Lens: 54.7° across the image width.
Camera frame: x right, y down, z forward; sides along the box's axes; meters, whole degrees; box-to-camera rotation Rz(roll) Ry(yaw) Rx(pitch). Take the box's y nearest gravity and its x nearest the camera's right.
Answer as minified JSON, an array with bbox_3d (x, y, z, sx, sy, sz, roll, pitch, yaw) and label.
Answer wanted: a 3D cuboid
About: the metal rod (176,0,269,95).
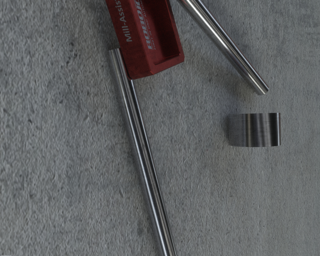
[{"bbox_3d":[0.091,-0.131,0.458,0.301,0.025,0.025,33,70,-42],"label":"metal rod"}]

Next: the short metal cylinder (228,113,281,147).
[{"bbox_3d":[0.150,0.002,0.495,0.081,0.080,0.050,-3,92,-40],"label":"short metal cylinder"}]

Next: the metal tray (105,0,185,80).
[{"bbox_3d":[-0.018,-0.132,0.368,0.091,0.030,0.129,-37,114,-53],"label":"metal tray"}]

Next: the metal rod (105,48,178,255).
[{"bbox_3d":[-0.018,0.051,0.389,0.025,0.025,0.298,-22,104,-38],"label":"metal rod"}]
